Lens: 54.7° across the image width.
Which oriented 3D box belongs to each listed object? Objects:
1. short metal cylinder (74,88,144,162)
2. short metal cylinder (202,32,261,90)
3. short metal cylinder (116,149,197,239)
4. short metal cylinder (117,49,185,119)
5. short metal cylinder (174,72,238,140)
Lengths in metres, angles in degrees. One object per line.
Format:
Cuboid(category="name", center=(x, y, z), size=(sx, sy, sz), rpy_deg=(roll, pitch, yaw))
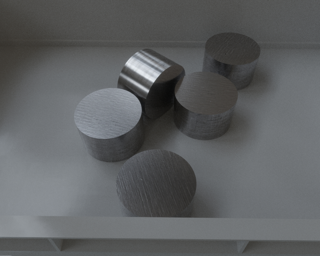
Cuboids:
Cuboid(category="short metal cylinder", center=(-0.061, -0.004, 0.389), size=(0.080, 0.050, 0.080), rpy_deg=(-1, 52, 1))
Cuboid(category="short metal cylinder", center=(0.107, -0.102, 0.475), size=(0.080, 0.050, 0.080), rpy_deg=(0, 50, 0))
Cuboid(category="short metal cylinder", center=(-0.004, 0.070, 0.330), size=(0.080, 0.050, 0.080), rpy_deg=(0, 50, 0))
Cuboid(category="short metal cylinder", center=(-0.011, -0.060, 0.419), size=(0.050, 0.080, 0.080), rpy_deg=(35, 58, 25))
Cuboid(category="short metal cylinder", center=(0.059, -0.030, 0.415), size=(0.080, 0.050, 0.080), rpy_deg=(0, 50, 0))
